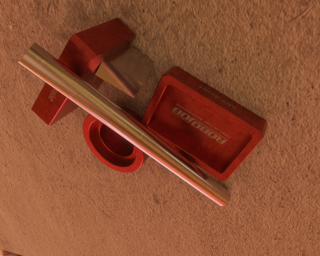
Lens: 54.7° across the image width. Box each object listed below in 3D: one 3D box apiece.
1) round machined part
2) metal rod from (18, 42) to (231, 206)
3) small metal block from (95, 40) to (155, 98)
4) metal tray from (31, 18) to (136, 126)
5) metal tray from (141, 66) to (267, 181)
[{"bbox_3d":[-0.054,0.010,0.426,0.098,0.042,0.097,18,131,23],"label":"round machined part"},{"bbox_3d":[-0.019,0.013,0.356,0.301,0.025,0.025,38,133,-27],"label":"metal rod"},{"bbox_3d":[-0.039,-0.070,0.362,0.050,0.050,0.025,31,132,-10],"label":"small metal block"},{"bbox_3d":[-0.092,-0.066,0.371,0.030,0.090,0.129,45,129,-3],"label":"metal tray"},{"bbox_3d":[0.048,-0.004,0.376,0.130,0.030,0.089,33,129,6],"label":"metal tray"}]
